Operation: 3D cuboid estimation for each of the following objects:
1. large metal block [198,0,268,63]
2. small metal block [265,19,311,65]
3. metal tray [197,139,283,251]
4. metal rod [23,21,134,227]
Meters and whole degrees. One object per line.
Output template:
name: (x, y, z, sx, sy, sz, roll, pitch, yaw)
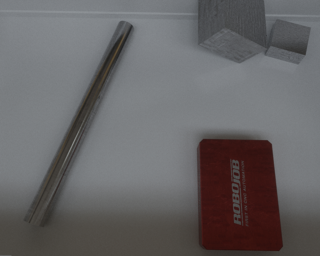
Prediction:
large metal block: (0.100, -0.147, 0.431, 0.081, 0.050, 0.080, 14, 69, -32)
small metal block: (0.189, -0.128, 0.459, 0.050, 0.025, 0.050, 17, 71, 6)
metal tray: (0.093, 0.080, 0.379, 0.091, 0.030, 0.130, 1, 70, 0)
metal rod: (-0.100, -0.019, 0.415, 0.025, 0.025, 0.299, 18, 71, 6)
